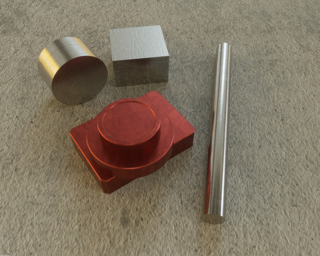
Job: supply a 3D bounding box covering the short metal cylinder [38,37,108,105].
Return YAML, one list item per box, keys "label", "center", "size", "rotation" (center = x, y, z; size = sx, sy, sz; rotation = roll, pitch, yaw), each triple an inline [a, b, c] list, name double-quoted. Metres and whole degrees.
- label: "short metal cylinder"
  center: [-0.121, -0.078, 0.432]
  size: [0.081, 0.080, 0.050]
  rotation: [-27, 56, -21]

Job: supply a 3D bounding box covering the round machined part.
- label: "round machined part"
  center: [-0.033, 0.004, 0.349]
  size: [0.099, 0.042, 0.098]
  rotation: [0, 50, 0]

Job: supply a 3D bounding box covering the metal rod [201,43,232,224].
- label: "metal rod"
  center: [0.081, -0.018, 0.419]
  size: [0.025, 0.025, 0.300]
  rotation: [8, 50, 6]

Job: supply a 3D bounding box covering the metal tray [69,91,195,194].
- label: "metal tray"
  center: [-0.033, 0.012, 0.389]
  size: [0.131, 0.030, 0.090]
  rotation: [-28, 56, -22]

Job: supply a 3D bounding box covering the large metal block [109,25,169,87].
- label: "large metal block"
  center: [-0.033, -0.113, 0.481]
  size: [0.081, 0.050, 0.080]
  rotation: [-7, 50, -6]
